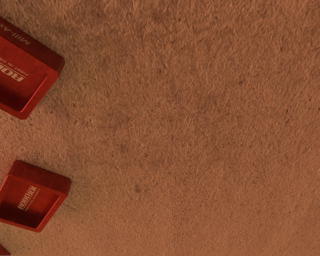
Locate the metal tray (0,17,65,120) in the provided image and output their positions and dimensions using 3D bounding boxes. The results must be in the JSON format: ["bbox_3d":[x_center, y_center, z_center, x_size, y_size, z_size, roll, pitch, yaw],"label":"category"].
[{"bbox_3d":[-0.185,-0.074,0.338,0.130,0.030,0.090,33,123,-25],"label":"metal tray"}]

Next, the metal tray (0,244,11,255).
[{"bbox_3d":[-0.366,0.233,0.599,0.090,0.030,0.129,-9,130,7],"label":"metal tray"}]

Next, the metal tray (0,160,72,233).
[{"bbox_3d":[-0.211,0.115,0.499,0.090,0.030,0.129,26,125,-21],"label":"metal tray"}]
